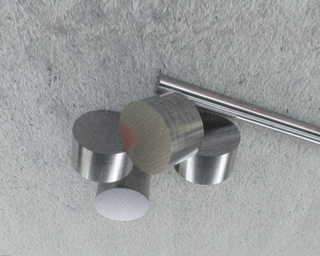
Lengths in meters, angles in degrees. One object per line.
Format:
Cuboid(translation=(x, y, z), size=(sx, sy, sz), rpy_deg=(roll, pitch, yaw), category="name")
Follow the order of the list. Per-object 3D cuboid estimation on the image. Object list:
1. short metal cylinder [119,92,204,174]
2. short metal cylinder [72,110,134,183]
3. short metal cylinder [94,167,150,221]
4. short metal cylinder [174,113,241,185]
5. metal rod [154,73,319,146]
Cuboid(translation=(0.000, 0.004, 0.339), size=(0.050, 0.080, 0.079), rpy_deg=(-20, 145, -41), category="short metal cylinder")
Cuboid(translation=(-0.069, 0.021, 0.389), size=(0.081, 0.080, 0.050), rpy_deg=(9, 130, -8), category="short metal cylinder")
Cuboid(translation=(-0.056, 0.097, 0.473), size=(0.081, 0.050, 0.079), rpy_deg=(0, 130, 0), category="short metal cylinder")
Cuboid(translation=(0.057, 0.025, 0.393), size=(0.081, 0.080, 0.050), rpy_deg=(0, 130, -1), category="short metal cylinder")
Cuboid(translation=(0.138, -0.011, 0.398), size=(0.302, 0.025, 0.025), rpy_deg=(16, 128, -14), category="metal rod")
